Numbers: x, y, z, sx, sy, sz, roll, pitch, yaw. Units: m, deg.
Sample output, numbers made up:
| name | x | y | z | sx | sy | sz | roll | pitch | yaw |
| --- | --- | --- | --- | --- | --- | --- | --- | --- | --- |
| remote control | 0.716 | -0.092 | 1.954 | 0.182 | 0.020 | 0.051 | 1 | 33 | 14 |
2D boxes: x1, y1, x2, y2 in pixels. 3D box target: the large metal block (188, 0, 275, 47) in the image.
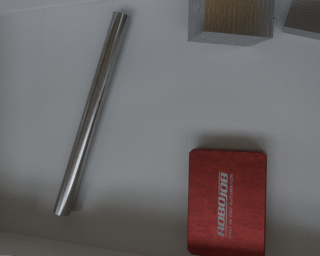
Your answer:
| name | x | y | z | sx | sy | sz | roll | pitch | yaw |
| --- | --- | --- | --- | --- | --- | --- | --- | --- | --- |
| large metal block | 0.079 | -0.140 | 0.348 | 0.081 | 0.050 | 0.079 | 1 | 93 | -14 |

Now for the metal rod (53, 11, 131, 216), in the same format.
| name | x | y | z | sx | sy | sz | roll | pitch | yaw |
| --- | --- | --- | --- | --- | --- | --- | --- | --- | --- |
| metal rod | -0.099 | -0.016 | 0.444 | 0.025 | 0.025 | 0.298 | 20 | 97 | 18 |

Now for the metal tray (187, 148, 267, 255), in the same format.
| name | x | y | z | sx | sy | sz | roll | pitch | yaw |
| --- | --- | --- | --- | --- | --- | --- | --- | --- | --- |
| metal tray | 0.082 | 0.091 | 0.379 | 0.090 | 0.030 | 0.129 | 1 | 90 | 19 |

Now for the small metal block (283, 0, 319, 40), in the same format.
| name | x | y | z | sx | sy | sz | roll | pitch | yaw |
| --- | --- | --- | --- | --- | --- | --- | --- | --- | --- |
| small metal block | 0.173 | -0.130 | 0.350 | 0.050 | 0.025 | 0.050 | 19 | 96 | 18 |
